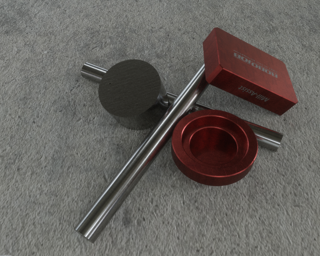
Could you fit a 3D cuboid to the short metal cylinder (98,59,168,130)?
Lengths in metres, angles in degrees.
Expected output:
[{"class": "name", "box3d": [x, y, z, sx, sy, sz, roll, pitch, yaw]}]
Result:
[{"class": "short metal cylinder", "box3d": [-0.033, -0.042, 0.407, 0.080, 0.050, 0.080, -4, 70, 11]}]

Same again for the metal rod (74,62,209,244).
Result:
[{"class": "metal rod", "box3d": [0.005, 0.003, 0.380, 0.025, 0.025, 0.301, 27, 61, 20]}]

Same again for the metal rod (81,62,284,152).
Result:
[{"class": "metal rod", "box3d": [0.018, -0.035, 0.436, 0.301, 0.025, 0.025, 22, 54, 17]}]

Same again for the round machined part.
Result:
[{"class": "round machined part", "box3d": [0.063, 0.027, 0.371, 0.099, 0.042, 0.098, 0, 50, 0]}]

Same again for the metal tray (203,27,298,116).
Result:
[{"class": "metal tray", "box3d": [0.124, -0.079, 0.432, 0.131, 0.030, 0.090, 20, 47, -20]}]
